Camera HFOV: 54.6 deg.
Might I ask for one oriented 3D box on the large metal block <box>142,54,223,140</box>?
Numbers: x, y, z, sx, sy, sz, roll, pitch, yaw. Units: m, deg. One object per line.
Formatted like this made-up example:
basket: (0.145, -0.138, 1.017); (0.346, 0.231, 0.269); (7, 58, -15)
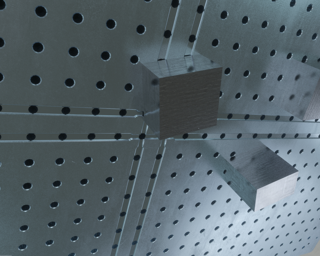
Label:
large metal block: (0.026, -0.040, 0.384); (0.081, 0.050, 0.080); (-14, 124, -21)

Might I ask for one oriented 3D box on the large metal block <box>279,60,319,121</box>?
large metal block: (0.249, -0.061, 0.492); (0.081, 0.050, 0.079); (-5, 121, -26)

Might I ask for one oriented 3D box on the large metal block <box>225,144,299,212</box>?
large metal block: (0.165, 0.080, 0.514); (0.081, 0.080, 0.050); (-18, 126, -18)
